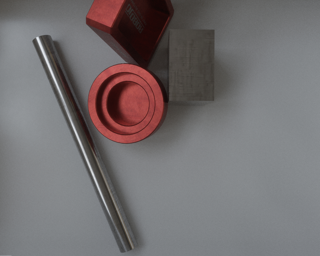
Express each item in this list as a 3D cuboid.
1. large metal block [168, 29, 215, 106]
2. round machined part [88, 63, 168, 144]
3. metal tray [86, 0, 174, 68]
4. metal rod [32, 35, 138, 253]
[{"bbox_3d":[0.035,-0.070,0.384,0.050,0.080,0.079,0,90,-1],"label":"large metal block"},{"bbox_3d":[-0.037,-0.031,0.394,0.098,0.042,0.097,1,95,14],"label":"round machined part"},{"bbox_3d":[-0.027,-0.129,0.357,0.030,0.130,0.090,26,90,14],"label":"metal tray"},{"bbox_3d":[-0.099,0.021,0.410,0.025,0.025,0.299,-23,90,0],"label":"metal rod"}]
